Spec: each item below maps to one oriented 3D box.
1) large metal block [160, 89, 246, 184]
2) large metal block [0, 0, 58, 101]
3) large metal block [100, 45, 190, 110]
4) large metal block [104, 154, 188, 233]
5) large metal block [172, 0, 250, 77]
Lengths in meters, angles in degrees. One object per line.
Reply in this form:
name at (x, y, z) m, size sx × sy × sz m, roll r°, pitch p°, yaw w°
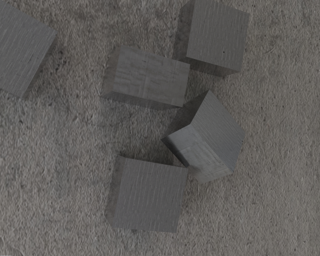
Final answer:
large metal block at (0.058, 0.011, 0.398) m, size 0.080 × 0.050 × 0.080 m, roll 48°, pitch 42°, yaw -14°
large metal block at (-0.167, -0.084, 0.334) m, size 0.080 × 0.050 × 0.080 m, roll 27°, pitch 81°, yaw -18°
large metal block at (-0.021, -0.055, 0.372) m, size 0.081 × 0.080 × 0.050 m, roll 12°, pitch 86°, yaw -20°
large metal block at (-0.018, 0.081, 0.389) m, size 0.081 × 0.050 × 0.080 m, roll 12°, pitch 86°, yaw -20°
large metal block at (0.067, -0.120, 0.420) m, size 0.081 × 0.050 × 0.080 m, roll 10°, pitch 87°, yaw -20°
